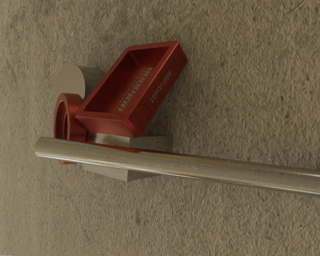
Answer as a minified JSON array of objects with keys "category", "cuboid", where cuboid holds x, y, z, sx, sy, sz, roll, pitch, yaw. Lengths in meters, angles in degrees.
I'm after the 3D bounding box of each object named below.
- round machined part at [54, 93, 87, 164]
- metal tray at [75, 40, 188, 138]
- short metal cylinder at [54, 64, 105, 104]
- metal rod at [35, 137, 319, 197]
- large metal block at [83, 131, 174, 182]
[{"category":"round machined part","cuboid":[-0.117,0.001,0.431,0.098,0.042,0.097,-3,86,60]},{"category":"metal tray","cuboid":[-0.033,-0.051,0.379,0.090,0.030,0.130,6,54,39]},{"category":"short metal cylinder","cuboid":[-0.122,-0.057,0.488,0.080,0.050,0.079,0,90,39]},{"category":"metal rod","cuboid":[0.006,0.037,0.323,0.301,0.025,0.025,6,94,15]},{"category":"large metal block","cuboid":[-0.040,0.032,0.401,0.080,0.081,0.050,6,94,39]}]
